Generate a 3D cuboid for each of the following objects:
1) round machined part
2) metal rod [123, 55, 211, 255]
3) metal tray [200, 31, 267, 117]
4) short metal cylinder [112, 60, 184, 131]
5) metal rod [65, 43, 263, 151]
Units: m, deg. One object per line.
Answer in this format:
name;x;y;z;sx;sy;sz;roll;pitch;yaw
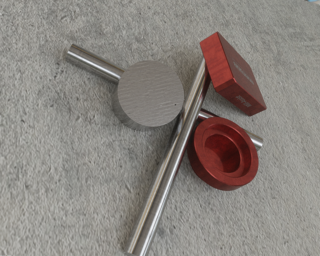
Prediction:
round machined part;0.078;0.037;0.413;0.099;0.042;0.098;14;56;-21
metal rod;0.025;0.012;0.389;0.025;0.025;0.300;29;58;-10
metal tray;0.115;-0.078;0.475;0.131;0.030;0.090;22;48;-50
short metal cylinder;-0.016;-0.038;0.386;0.081;0.050;0.080;2;82;-16
metal rod;0.015;-0.037;0.437;0.301;0.025;0.025;25;53;-13
